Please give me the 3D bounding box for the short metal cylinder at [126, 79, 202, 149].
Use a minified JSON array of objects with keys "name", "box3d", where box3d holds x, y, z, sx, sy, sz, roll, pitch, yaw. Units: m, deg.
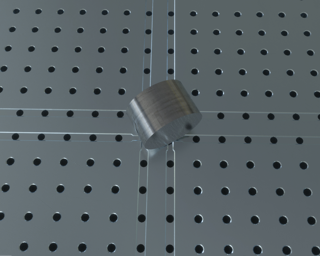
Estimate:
[{"name":"short metal cylinder","box3d":[0.005,-0.016,0.388,0.080,0.080,0.050,-27,72,-9]}]
